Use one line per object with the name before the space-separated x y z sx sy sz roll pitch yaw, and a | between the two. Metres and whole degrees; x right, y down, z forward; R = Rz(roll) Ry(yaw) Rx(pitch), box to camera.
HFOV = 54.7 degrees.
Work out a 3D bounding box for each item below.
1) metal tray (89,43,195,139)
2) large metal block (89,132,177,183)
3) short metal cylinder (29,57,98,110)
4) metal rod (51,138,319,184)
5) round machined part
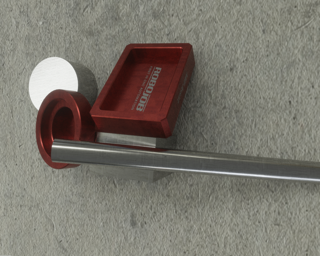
metal tray | -0.016 -0.051 0.372 0.090 0.030 0.130 5 52 19
large metal block | -0.030 0.032 0.390 0.080 0.080 0.050 5 92 19
short metal cylinder | -0.137 -0.057 0.444 0.080 0.050 0.079 0 90 19
metal rod | 0.041 0.037 0.333 0.302 0.025 0.025 5 92 -5
round machined part | -0.112 0.002 0.393 0.098 0.042 0.097 -1 88 39
